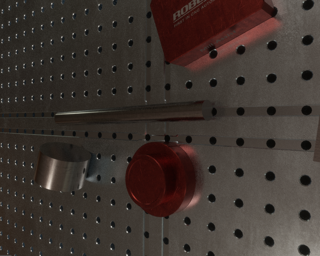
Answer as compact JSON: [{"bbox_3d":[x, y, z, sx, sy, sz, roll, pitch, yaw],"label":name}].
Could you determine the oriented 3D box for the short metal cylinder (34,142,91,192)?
[{"bbox_3d":[-0.157,0.061,0.500,0.080,0.081,0.050,26,106,36],"label":"short metal cylinder"}]

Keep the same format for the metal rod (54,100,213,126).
[{"bbox_3d":[-0.061,-0.019,0.456,0.300,0.025,0.025,-1,89,39],"label":"metal rod"}]

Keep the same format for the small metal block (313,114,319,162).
[{"bbox_3d":[0.168,0.008,0.271,0.050,0.025,0.050,10,96,39],"label":"small metal block"}]

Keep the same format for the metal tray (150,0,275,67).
[{"bbox_3d":[0.054,-0.140,0.360,0.130,0.030,0.090,-24,75,37],"label":"metal tray"}]

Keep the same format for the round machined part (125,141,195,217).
[{"bbox_3d":[-0.007,0.067,0.402,0.098,0.042,0.097,0,90,39],"label":"round machined part"}]
